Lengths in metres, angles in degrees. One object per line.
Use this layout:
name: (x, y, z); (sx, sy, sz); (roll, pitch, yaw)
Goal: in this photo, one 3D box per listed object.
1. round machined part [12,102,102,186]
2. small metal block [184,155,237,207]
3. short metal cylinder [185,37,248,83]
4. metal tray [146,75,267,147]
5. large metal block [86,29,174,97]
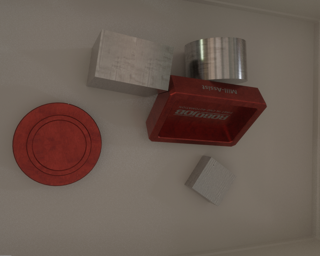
round machined part: (-0.117, 0.019, 0.359); (0.099, 0.042, 0.097); (0, 90, -21)
small metal block: (0.072, 0.074, 0.439); (0.050, 0.025, 0.050); (37, 78, -17)
short metal cylinder: (0.074, -0.085, 0.410); (0.081, 0.080, 0.050); (-3, 91, -20)
metal tray: (0.057, -0.017, 0.399); (0.131, 0.089, 0.030); (5, 49, -21)
large metal block: (-0.039, -0.071, 0.367); (0.081, 0.080, 0.050); (9, 87, -19)
